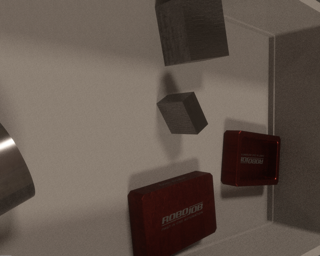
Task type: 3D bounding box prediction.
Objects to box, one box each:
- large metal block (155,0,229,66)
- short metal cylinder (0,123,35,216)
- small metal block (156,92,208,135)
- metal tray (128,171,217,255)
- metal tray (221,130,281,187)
[{"bbox_3d":[0.046,-0.133,0.431,0.081,0.050,0.079,-17,101,-39],"label":"large metal block"},{"bbox_3d":[-0.146,0.035,0.249,0.050,0.080,0.080,-31,110,-36],"label":"short metal cylinder"},{"bbox_3d":[0.030,-0.019,0.418,0.025,0.050,0.050,-41,116,-32],"label":"small metal block"},{"bbox_3d":[0.022,0.117,0.424,0.131,0.030,0.089,-9,96,-40],"label":"metal tray"},{"bbox_3d":[0.163,0.054,0.542,0.131,0.030,0.089,7,85,-40],"label":"metal tray"}]
